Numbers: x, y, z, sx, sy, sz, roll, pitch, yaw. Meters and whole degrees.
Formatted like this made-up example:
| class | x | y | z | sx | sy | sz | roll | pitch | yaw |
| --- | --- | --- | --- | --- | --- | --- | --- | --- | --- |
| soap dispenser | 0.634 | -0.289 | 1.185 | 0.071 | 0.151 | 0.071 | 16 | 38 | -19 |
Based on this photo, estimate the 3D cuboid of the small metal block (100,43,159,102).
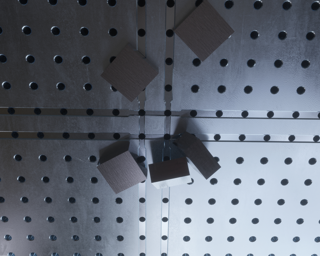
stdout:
| class | x | y | z | sx | sy | sz | roll | pitch | yaw |
| --- | --- | --- | --- | --- | --- | --- | --- | --- | --- |
| small metal block | -0.037 | -0.069 | 0.387 | 0.050 | 0.025 | 0.050 | 41 | 105 | -14 |

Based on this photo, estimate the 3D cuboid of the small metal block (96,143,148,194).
| class | x | y | z | sx | sy | sz | roll | pitch | yaw |
| --- | --- | --- | --- | --- | --- | --- | --- | --- | --- |
| small metal block | -0.052 | 0.057 | 0.434 | 0.050 | 0.025 | 0.050 | -28 | 108 | 9 |

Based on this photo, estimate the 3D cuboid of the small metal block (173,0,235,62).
| class | x | y | z | sx | sy | sz | roll | pitch | yaw |
| --- | --- | --- | --- | --- | --- | --- | --- | --- | --- |
| small metal block | 0.051 | -0.117 | 0.371 | 0.050 | 0.025 | 0.050 | -43 | 105 | 14 |

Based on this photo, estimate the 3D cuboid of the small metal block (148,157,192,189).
| class | x | y | z | sx | sy | sz | roll | pitch | yaw |
| --- | --- | --- | --- | --- | --- | --- | --- | --- | --- |
| small metal block | 0.015 | 0.062 | 0.421 | 0.050 | 0.050 | 0.025 | -12 | 69 | 4 |

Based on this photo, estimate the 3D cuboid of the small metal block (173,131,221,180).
| class | x | y | z | sx | sy | sz | roll | pitch | yaw |
| --- | --- | --- | --- | --- | --- | --- | --- | --- | --- |
| small metal block | 0.048 | 0.035 | 0.411 | 0.025 | 0.050 | 0.050 | -40 | 106 | -4 |
